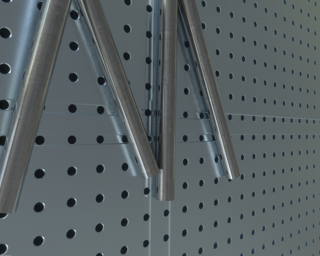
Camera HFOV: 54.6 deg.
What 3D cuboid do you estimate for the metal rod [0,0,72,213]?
[{"bbox_3d":[-0.111,-0.070,0.296,0.025,0.025,0.299,16,85,-39],"label":"metal rod"}]

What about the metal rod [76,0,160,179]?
[{"bbox_3d":[-0.058,-0.078,0.358,0.025,0.025,0.299,-30,109,-36],"label":"metal rod"}]

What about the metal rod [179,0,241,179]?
[{"bbox_3d":[0.075,-0.060,0.470,0.025,0.025,0.299,-29,108,-36],"label":"metal rod"}]

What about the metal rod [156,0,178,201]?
[{"bbox_3d":[0.009,-0.055,0.415,0.025,0.025,0.298,2,89,-40],"label":"metal rod"}]
